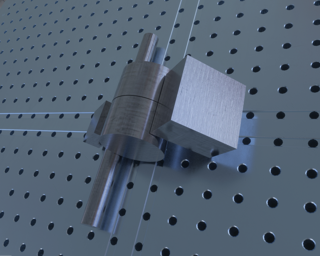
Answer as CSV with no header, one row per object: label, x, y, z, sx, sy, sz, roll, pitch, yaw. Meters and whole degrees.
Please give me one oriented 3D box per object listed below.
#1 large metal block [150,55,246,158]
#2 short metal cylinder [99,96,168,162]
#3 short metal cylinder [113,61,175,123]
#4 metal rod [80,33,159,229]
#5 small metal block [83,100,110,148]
large metal block,0.044,-0.021,0.349,0.050,0.080,0.080,-32,39,59
short metal cylinder,-0.028,0.003,0.380,0.080,0.080,0.050,1,62,28
short metal cylinder,-0.016,-0.042,0.402,0.080,0.080,0.050,1,62,28
metal rod,-0.049,-0.013,0.436,0.025,0.025,0.300,1,62,28
small metal block,-0.080,-0.004,0.434,0.050,0.025,0.050,-29,41,56
